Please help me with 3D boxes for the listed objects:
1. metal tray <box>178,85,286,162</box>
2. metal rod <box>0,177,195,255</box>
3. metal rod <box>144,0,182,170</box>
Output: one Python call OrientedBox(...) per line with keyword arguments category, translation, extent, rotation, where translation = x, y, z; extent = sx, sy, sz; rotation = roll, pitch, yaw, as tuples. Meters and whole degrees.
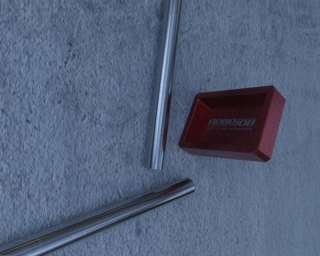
OrientedBox(category="metal tray", translation=(0.092, -0.006, 0.416), extent=(0.030, 0.130, 0.090), rotation=(33, 70, -36))
OrientedBox(category="metal rod", translation=(-0.074, 0.106, 0.344), extent=(0.302, 0.025, 0.025), rotation=(-12, 98, -40))
OrientedBox(category="metal rod", translation=(0.009, -0.095, 0.413), extent=(0.025, 0.025, 0.298), rotation=(11, 83, -40))
